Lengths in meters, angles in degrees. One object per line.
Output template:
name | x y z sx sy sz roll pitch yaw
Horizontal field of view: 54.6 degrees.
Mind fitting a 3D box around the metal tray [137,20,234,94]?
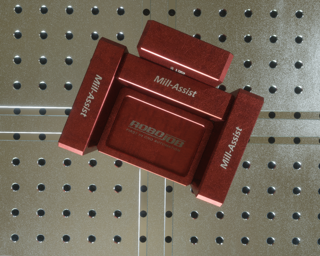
metal tray | 0.025 -0.075 0.360 0.090 0.130 0.030 22 91 0

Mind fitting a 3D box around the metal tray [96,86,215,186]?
metal tray | -0.006 0.011 0.410 0.131 0.030 0.090 22 90 -1

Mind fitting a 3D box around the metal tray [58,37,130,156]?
metal tray | -0.074 -0.035 0.380 0.030 0.090 0.130 22 90 0

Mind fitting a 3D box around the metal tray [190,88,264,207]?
metal tray | 0.077 0.021 0.381 0.030 0.090 0.129 22 90 0

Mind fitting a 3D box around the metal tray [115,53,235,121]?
metal tray | 0.017 -0.046 0.381 0.131 0.090 0.030 22 91 -1
